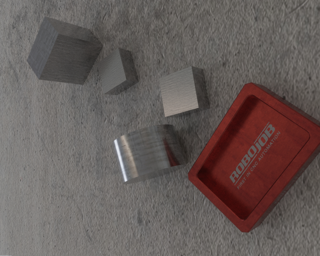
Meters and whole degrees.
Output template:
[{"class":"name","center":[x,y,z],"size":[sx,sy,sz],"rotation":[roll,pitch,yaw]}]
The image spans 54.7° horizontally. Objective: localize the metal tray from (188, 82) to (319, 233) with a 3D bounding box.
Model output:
[{"class":"metal tray","center":[0.096,0.030,0.322],"size":[0.090,0.030,0.129],"rotation":[43,116,31]}]

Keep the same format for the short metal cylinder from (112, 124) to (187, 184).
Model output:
[{"class":"short metal cylinder","center":[-0.013,0.033,0.380],"size":[0.080,0.081,0.050],"rotation":[-27,73,37]}]

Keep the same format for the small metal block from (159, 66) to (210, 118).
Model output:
[{"class":"small metal block","center":[0.029,-0.043,0.381],"size":[0.050,0.025,0.050],"rotation":[-15,81,39]}]

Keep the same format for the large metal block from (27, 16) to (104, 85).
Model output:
[{"class":"large metal block","center":[-0.151,-0.120,0.494],"size":[0.050,0.081,0.080],"rotation":[50,119,28]}]

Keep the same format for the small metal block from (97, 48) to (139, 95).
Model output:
[{"class":"small metal block","center":[-0.063,-0.082,0.457],"size":[0.050,0.025,0.050],"rotation":[-24,75,37]}]
